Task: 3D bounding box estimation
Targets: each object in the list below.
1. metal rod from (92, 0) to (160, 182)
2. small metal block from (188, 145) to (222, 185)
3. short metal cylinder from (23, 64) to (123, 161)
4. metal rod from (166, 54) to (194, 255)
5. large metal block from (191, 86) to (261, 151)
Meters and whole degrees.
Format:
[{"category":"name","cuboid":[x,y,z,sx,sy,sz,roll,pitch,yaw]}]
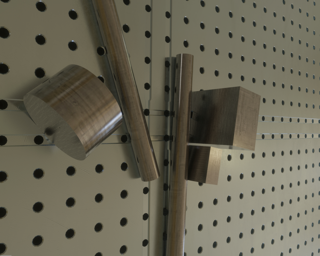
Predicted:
[{"category":"metal rod","cuboid":[-0.048,-0.078,0.368,0.025,0.025,0.298,-23,105,-38]},{"category":"small metal block","cuboid":[0.058,0.052,0.442,0.025,0.050,0.050,16,80,-39]},{"category":"short metal cylinder","cuboid":[-0.084,-0.015,0.303,0.050,0.080,0.080,-46,118,-30]},{"category":"metal rod","cuboid":[0.027,0.047,0.431,0.025,0.025,0.298,5,87,-40]},{"category":"large metal block","cuboid":[0.093,-0.012,0.452,0.050,0.080,0.080,15,81,-39]}]
